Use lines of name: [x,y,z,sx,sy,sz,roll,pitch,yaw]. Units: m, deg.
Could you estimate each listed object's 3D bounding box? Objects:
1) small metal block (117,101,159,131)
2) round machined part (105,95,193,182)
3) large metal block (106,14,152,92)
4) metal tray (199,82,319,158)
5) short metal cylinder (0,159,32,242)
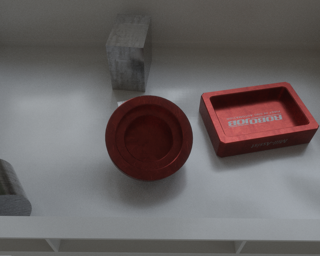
small metal block: [-0.027,-0.013,0.416,0.050,0.025,0.050,-11,51,-10]
round machined part: [-0.014,0.014,0.366,0.099,0.042,0.098,2,76,-7]
large metal block: [-0.042,-0.112,0.463,0.050,0.080,0.080,5,50,4]
metal tray: [0.128,-0.014,0.415,0.131,0.030,0.090,-9,51,-8]
short metal cylinder: [-0.176,0.075,0.304,0.081,0.080,0.050,-28,56,-22]
